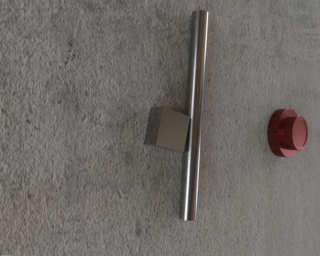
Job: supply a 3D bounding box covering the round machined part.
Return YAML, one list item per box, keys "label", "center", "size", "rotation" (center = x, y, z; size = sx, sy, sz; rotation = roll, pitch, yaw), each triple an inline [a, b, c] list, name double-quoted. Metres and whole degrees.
- label: "round machined part"
  center: [0.259, 0.010, 0.615]
  size: [0.099, 0.042, 0.097]
  rotation: [0, 90, -40]

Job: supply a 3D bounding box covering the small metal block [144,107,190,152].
- label: "small metal block"
  center: [0.010, 0.003, 0.415]
  size: [0.050, 0.025, 0.050]
  rotation: [18, 79, -39]

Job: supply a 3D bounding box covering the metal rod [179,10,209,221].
- label: "metal rod"
  center: [0.049, -0.020, 0.448]
  size: [0.025, 0.025, 0.298]
  rotation: [6, 86, -40]
